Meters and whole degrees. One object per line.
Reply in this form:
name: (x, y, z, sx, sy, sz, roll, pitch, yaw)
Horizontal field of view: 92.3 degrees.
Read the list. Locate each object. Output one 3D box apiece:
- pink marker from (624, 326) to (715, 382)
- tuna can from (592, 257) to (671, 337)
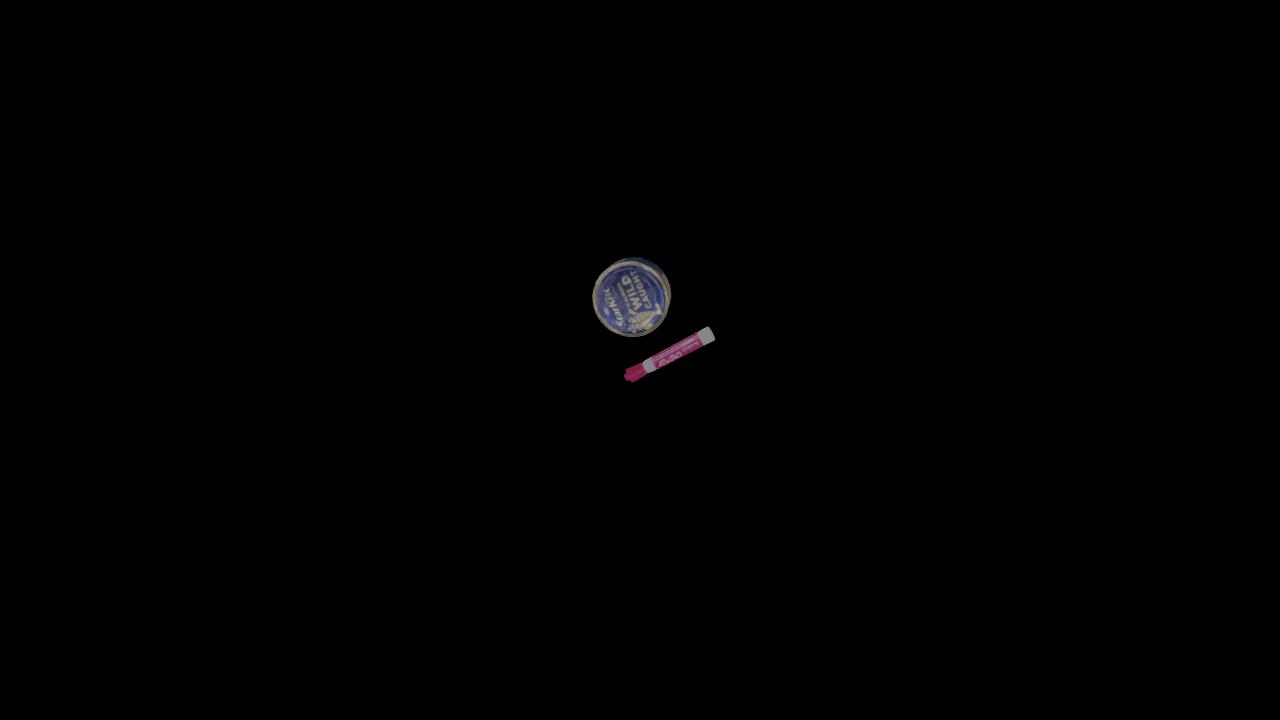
pink marker: (0.034, -0.005, 0.749, 0.121, 0.020, 0.020, -28, -7, 13)
tuna can: (-0.008, -0.070, 0.675, 0.084, 0.084, 0.034, 0, 19, 9)
